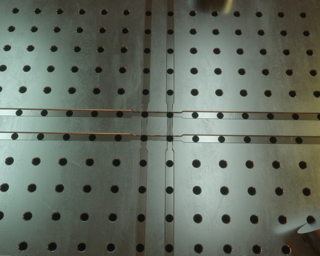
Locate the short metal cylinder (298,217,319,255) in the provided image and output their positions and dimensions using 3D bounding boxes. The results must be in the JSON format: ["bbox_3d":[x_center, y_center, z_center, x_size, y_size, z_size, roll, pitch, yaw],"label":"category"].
[{"bbox_3d":[0.203,0.121,0.340,0.080,0.080,0.050,-24,72,-9],"label":"short metal cylinder"}]
